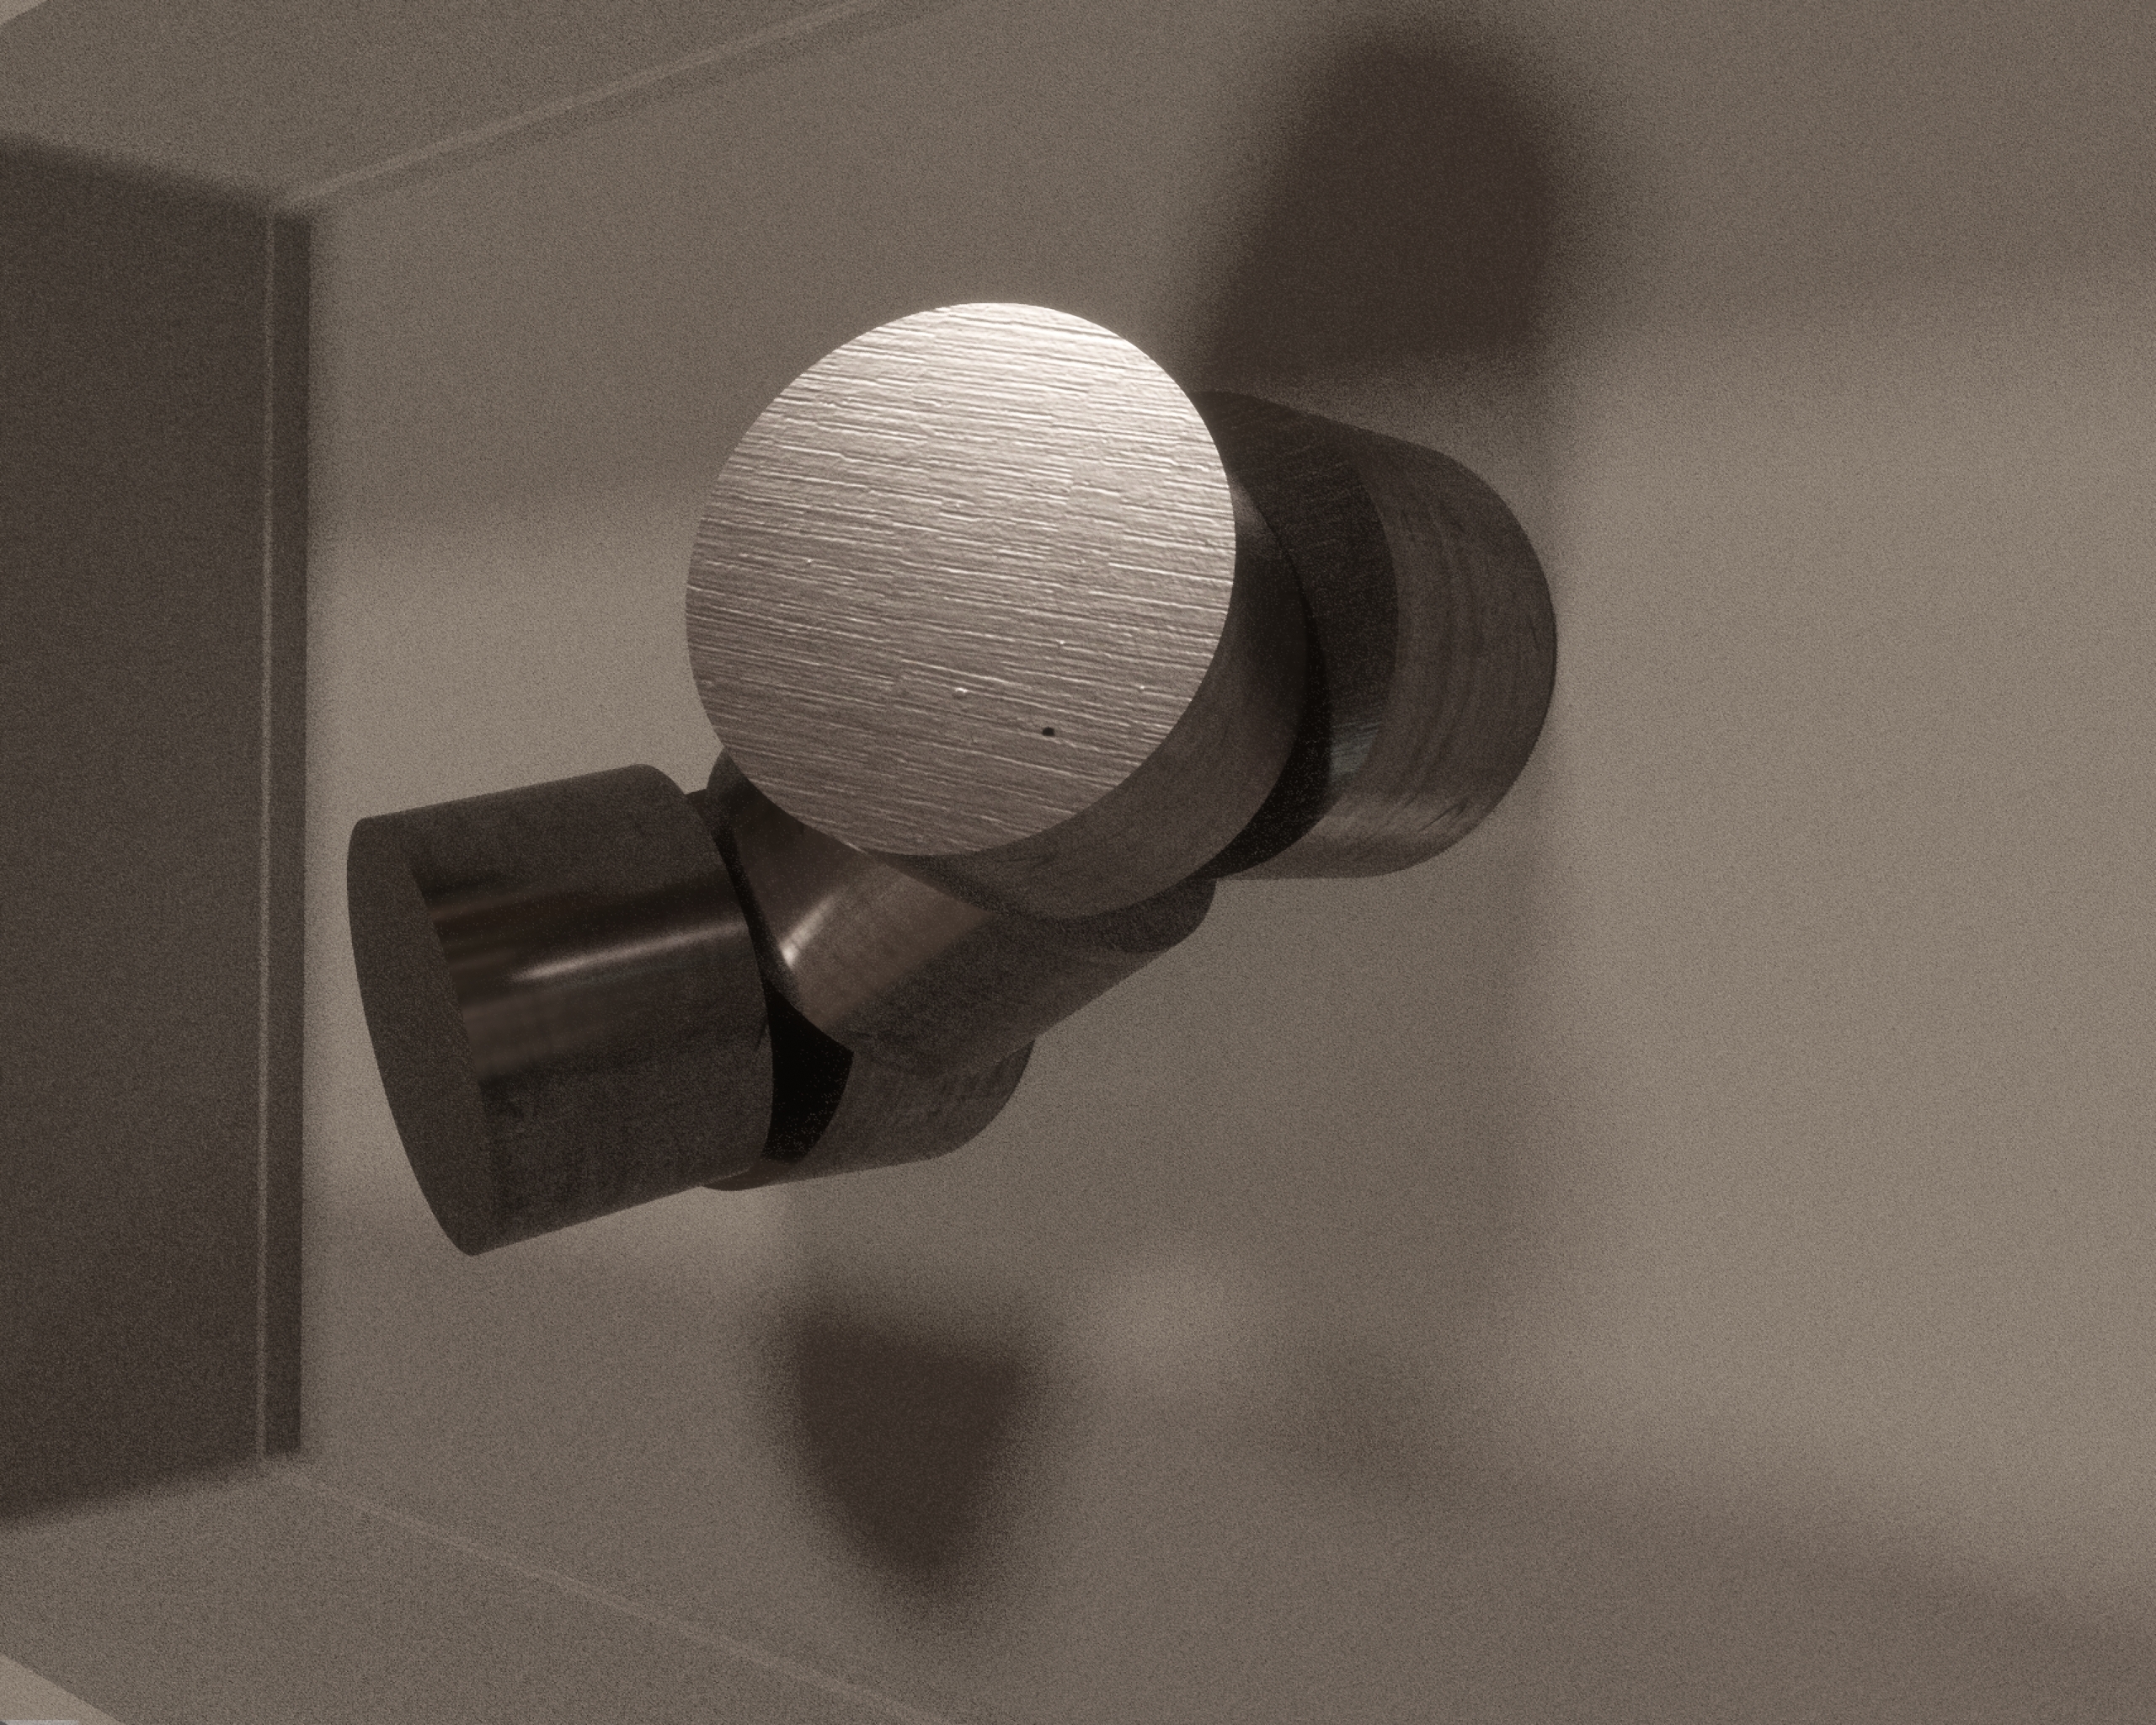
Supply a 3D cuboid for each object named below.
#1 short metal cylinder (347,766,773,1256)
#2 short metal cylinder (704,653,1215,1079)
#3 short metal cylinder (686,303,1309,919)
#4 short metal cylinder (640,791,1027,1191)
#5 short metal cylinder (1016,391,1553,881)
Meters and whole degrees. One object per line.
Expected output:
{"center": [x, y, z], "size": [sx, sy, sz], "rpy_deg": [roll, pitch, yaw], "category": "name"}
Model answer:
{"center": [-0.096, 0.026, 0.381], "size": [0.080, 0.050, 0.079], "rpy_deg": [31, 128, 51], "category": "short metal cylinder"}
{"center": [-0.021, -0.007, 0.384], "size": [0.050, 0.081, 0.080], "rpy_deg": [-36, 68, 34], "category": "short metal cylinder"}
{"center": [-0.010, -0.035, 0.310], "size": [0.080, 0.050, 0.080], "rpy_deg": [-4, 77, 17], "category": "short metal cylinder"}
{"center": [-0.055, 0.025, 0.432], "size": [0.080, 0.050, 0.079], "rpy_deg": [0, 90, 39], "category": "short metal cylinder"}
{"center": [0.034, -0.037, 0.359], "size": [0.080, 0.050, 0.079], "rpy_deg": [0, 90, 39], "category": "short metal cylinder"}
